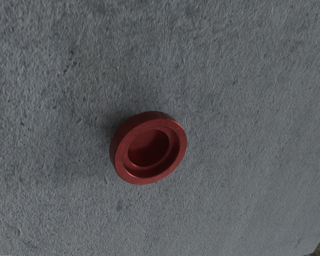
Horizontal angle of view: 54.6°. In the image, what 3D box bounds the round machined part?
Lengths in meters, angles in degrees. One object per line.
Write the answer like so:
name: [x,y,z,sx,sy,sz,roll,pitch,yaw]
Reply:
round machined part: [-0.018,0.021,0.398,0.099,0.042,0.097,-14,124,-21]
